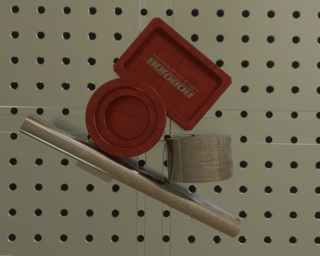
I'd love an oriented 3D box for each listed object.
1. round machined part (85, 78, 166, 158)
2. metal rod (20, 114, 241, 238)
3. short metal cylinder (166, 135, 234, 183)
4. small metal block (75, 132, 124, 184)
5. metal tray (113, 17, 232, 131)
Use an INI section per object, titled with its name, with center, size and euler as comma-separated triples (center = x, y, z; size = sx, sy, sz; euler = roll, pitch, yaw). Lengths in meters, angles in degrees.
[round machined part]
center = -0.041, -0.013, 0.396
size = 0.099, 0.042, 0.097
euler = 0, 90, 1
[metal rod]
center = -0.029, 0.065, 0.393
size = 0.301, 0.025, 0.025
euler = 28, 90, -9
[short metal cylinder]
center = 0.049, 0.036, 0.385
size = 0.081, 0.080, 0.050
euler = -4, 90, -1
[small metal block]
center = -0.075, 0.038, 0.413
size = 0.050, 0.025, 0.050
euler = 28, 90, -1
[metal tray]
center = 0.016, -0.069, 0.410
size = 0.130, 0.030, 0.090
euler = 40, 89, 0
